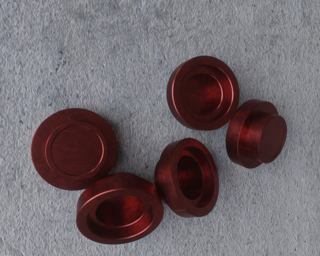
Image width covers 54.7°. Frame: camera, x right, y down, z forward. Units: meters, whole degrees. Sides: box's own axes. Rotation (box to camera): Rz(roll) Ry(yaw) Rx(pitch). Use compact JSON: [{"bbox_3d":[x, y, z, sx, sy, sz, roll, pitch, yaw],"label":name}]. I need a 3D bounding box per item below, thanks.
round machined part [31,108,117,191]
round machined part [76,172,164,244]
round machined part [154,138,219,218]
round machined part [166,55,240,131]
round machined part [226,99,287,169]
[{"bbox_3d":[-0.098,0.025,0.364,0.099,0.042,0.097,0,90,-20],"label":"round machined part"},{"bbox_3d":[-0.047,0.090,0.366,0.099,0.042,0.097,-7,127,-9],"label":"round machined part"},{"bbox_3d":[0.030,0.065,0.396,0.099,0.042,0.098,21,60,-43],"label":"round machined part"},{"bbox_3d":[0.054,-0.045,0.420,0.099,0.042,0.097,0,90,-20],"label":"round machined part"},{"bbox_3d":[0.140,0.011,0.432,0.099,0.042,0.097,-14,113,-37],"label":"round machined part"}]
